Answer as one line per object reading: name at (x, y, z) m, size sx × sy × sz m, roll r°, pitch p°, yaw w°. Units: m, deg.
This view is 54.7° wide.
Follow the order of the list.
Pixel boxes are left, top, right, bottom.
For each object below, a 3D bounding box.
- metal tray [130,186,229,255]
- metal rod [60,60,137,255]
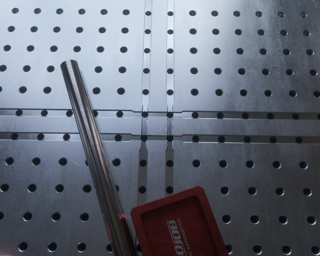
metal tray at (0.028, 0.143, 0.356) m, size 0.091 × 0.030 × 0.130 m, roll -17°, pitch 71°, yaw -7°
metal rod at (-0.080, 0.042, 0.395) m, size 0.025 × 0.025 × 0.299 m, roll -19°, pitch 71°, yaw -7°
